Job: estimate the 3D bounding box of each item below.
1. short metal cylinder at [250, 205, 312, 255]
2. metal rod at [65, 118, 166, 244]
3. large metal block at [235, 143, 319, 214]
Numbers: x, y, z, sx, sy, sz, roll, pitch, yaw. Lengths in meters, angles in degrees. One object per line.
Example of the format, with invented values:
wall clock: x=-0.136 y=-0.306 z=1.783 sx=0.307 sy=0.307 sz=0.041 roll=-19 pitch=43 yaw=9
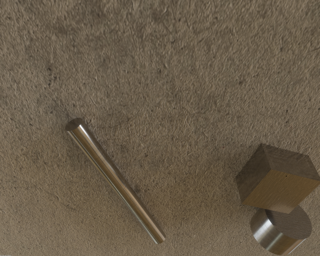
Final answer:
short metal cylinder: x=0.197 y=0.159 z=0.508 sx=0.081 sy=0.080 sz=0.050 roll=12 pitch=129 yaw=-11
metal rod: x=-0.056 y=0.101 z=0.492 sx=0.025 sy=0.025 sz=0.299 roll=-17 pitch=128 yaw=14
large metal block: x=0.171 y=0.076 z=0.458 sx=0.081 sy=0.050 sz=0.079 roll=14 pitch=129 yaw=-12
